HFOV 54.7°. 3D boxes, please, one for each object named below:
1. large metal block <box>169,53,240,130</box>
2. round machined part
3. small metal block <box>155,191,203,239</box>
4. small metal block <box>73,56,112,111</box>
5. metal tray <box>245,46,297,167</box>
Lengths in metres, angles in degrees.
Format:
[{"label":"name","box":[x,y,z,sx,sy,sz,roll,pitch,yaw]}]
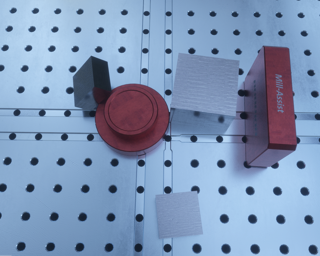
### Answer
[{"label":"large metal block","box":[0.059,-0.048,0.417,0.080,0.050,0.080,8,70,2]},{"label":"round machined part","box":[-0.037,-0.016,0.408,0.099,0.042,0.098,0,70,0]},{"label":"small metal block","box":[0.022,0.105,0.374,0.050,0.025,0.050,-5,70,-2]},{"label":"small metal block","box":[-0.092,-0.059,0.414,0.025,0.050,0.050,14,53,-40]},{"label":"metal tray","box":[0.133,-0.024,0.387,0.030,0.090,0.130,4,70,1]}]
